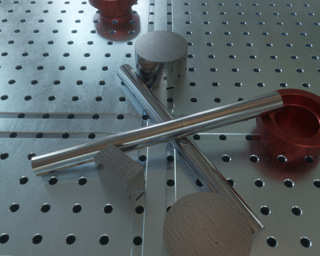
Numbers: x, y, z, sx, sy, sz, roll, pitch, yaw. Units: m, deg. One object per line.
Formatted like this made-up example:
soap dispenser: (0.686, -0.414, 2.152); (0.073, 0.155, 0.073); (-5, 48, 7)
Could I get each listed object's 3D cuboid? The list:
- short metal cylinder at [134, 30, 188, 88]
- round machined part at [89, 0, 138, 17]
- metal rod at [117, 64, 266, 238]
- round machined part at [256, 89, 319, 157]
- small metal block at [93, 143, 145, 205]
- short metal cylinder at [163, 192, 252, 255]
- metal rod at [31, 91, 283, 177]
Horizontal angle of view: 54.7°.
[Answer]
short metal cylinder: (0.002, -0.108, 0.482); (0.080, 0.050, 0.080); (0, 50, 0)
round machined part: (-0.091, -0.255, 0.610); (0.099, 0.042, 0.098); (0, 50, 0)
metal rod: (0.021, 0.010, 0.399); (0.025, 0.025, 0.300); (-25, 54, -19)
round machined part: (0.174, -0.003, 0.400); (0.099, 0.042, 0.098); (0, 50, 0)
small metal block: (-0.044, 0.052, 0.347); (0.050, 0.050, 0.025); (33, 58, 25)
short metal cylinder: (0.043, 0.109, 0.299); (0.080, 0.050, 0.080); (0, 50, 0)
metal rod: (-0.002, 0.006, 0.373); (0.302, 0.025, 0.025); (-15, 51, -2)
